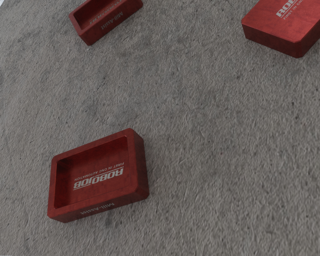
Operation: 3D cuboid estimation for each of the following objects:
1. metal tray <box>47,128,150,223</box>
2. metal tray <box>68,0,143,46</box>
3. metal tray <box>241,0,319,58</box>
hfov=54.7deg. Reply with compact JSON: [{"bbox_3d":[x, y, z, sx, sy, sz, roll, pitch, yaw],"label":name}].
[{"bbox_3d":[-0.082,0.062,0.405,0.130,0.030,0.090,-20,54,16],"label":"metal tray"},{"bbox_3d":[-0.106,-0.226,0.595,0.130,0.030,0.090,-36,51,4],"label":"metal tray"},{"bbox_3d":[0.183,-0.160,0.403,0.130,0.030,0.090,-47,51,-5],"label":"metal tray"}]
